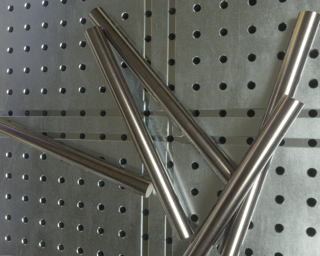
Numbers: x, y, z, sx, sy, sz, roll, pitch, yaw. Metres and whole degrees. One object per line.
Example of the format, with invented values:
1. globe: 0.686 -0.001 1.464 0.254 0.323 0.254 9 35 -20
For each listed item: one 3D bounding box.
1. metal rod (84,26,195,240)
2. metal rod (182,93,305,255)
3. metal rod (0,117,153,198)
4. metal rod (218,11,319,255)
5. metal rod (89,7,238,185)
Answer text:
1. metal rod: -0.029 0.003 0.412 0.025 0.025 0.299 -26 86 18
2. metal rod: 0.075 0.097 0.366 0.025 0.025 0.298 32 108 17
3. metal rod: -0.148 0.035 0.465 0.301 0.025 0.025 19 97 19
4. metal rod: 0.127 0.014 0.367 0.025 0.025 0.298 19 96 19
5. metal rod: -0.001 -0.049 0.413 0.025 0.025 0.300 -42 77 15
